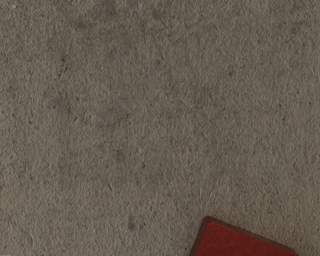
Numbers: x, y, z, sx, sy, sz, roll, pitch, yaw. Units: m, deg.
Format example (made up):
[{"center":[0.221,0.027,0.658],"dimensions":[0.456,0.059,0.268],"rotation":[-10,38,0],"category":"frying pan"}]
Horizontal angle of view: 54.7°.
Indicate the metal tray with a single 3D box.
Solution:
[{"center":[0.106,0.183,0.409],"dimensions":[0.131,0.030,0.090],"rotation":[22,90,-1],"category":"metal tray"}]
